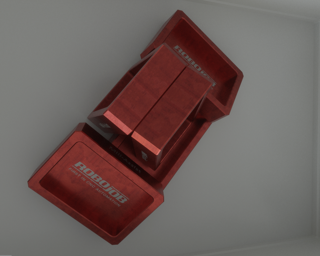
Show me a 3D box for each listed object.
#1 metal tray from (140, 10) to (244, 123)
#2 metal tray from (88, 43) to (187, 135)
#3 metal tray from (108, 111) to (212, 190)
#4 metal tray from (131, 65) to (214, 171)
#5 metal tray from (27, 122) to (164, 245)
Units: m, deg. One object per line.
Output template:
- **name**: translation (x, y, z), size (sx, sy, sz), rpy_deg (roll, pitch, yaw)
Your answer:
- **metal tray**: translation (0.047, -0.081, 0.406), size (0.130, 0.030, 0.090), rpy_deg (41, 52, -16)
- **metal tray**: translation (-0.032, -0.037, 0.341), size (0.030, 0.130, 0.090), rpy_deg (42, 77, -15)
- **metal tray**: translation (0.001, 0.006, 0.407), size (0.090, 0.030, 0.130), rpy_deg (41, 77, -16)
- **metal tray**: translation (0.011, -0.003, 0.345), size (0.030, 0.130, 0.090), rpy_deg (37, 77, 7)
- **metal tray**: translation (-0.071, 0.067, 0.362), size (0.130, 0.030, 0.090), rpy_deg (42, 101, -16)
